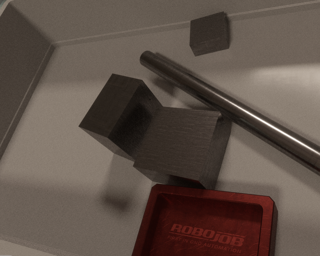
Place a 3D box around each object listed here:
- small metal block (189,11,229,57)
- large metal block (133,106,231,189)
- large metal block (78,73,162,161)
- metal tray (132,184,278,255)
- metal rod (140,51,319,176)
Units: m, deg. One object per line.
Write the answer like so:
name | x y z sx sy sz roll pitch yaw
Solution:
small metal block | 0.072 -0.137 0.451 0.050 0.025 0.050 -9 58 23
large metal block | 0.027 0.024 0.359 0.080 0.050 0.080 8 65 31
large metal block | -0.043 -0.011 0.398 0.050 0.080 0.080 18 71 35
metal tray | 0.043 0.108 0.308 0.130 0.030 0.090 1 58 28
metal rod | 0.071 -0.035 0.388 0.025 0.025 0.300 -48 52 -5
